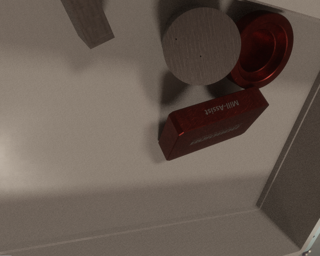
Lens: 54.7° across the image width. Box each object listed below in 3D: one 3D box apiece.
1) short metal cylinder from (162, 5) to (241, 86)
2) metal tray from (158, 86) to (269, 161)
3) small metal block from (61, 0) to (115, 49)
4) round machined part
[{"bbox_3d":[0.043,-0.092,0.342,0.081,0.050,0.079,-1,115,-2],"label":"short metal cylinder"},{"bbox_3d":[0.069,-0.005,0.414,0.131,0.030,0.090,-18,157,-18],"label":"metal tray"},{"bbox_3d":[-0.071,-0.108,0.288,0.025,0.050,0.050,-30,129,-10],"label":"small metal block"},{"bbox_3d":[0.120,-0.103,0.402,0.099,0.042,0.097,-14,125,-21],"label":"round machined part"}]
